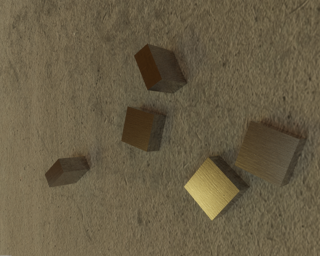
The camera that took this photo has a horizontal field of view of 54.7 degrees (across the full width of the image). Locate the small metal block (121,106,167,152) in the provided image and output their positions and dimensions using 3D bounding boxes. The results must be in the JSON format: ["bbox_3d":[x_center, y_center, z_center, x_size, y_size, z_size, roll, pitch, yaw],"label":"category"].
[{"bbox_3d":[-0.023,0.001,0.424,0.050,0.025,0.050,19,102,38],"label":"small metal block"}]

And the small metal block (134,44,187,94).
[{"bbox_3d":[0.001,-0.073,0.388,0.025,0.050,0.050,-33,70,35],"label":"small metal block"}]

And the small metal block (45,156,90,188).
[{"bbox_3d":[-0.154,0.073,0.516,0.050,0.050,0.025,-42,65,32],"label":"small metal block"}]

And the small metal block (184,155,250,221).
[{"bbox_3d":[0.064,0.067,0.353,0.050,0.025,0.050,49,119,29],"label":"small metal block"}]

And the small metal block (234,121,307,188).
[{"bbox_3d":[0.111,0.025,0.313,0.050,0.025,0.050,27,107,37],"label":"small metal block"}]
